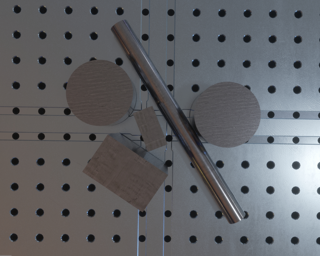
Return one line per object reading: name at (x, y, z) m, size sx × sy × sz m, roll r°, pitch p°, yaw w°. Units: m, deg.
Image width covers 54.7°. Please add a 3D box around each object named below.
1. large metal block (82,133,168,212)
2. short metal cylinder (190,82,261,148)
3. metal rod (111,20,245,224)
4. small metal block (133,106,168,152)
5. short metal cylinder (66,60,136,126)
large metal block at (-0.038, 0.050, 0.381) m, size 0.080 × 0.080 × 0.050 m, roll 34°, pitch 91°, yaw 0°
short metal cylinder at (0.081, -0.016, 0.398) m, size 0.081 × 0.050 × 0.079 m, roll 0°, pitch 90°, yaw 0°
metal rod at (0.024, -0.008, 0.410) m, size 0.025 × 0.025 × 0.299 m, roll -31°, pitch 90°, yaw 0°
small metal block at (-0.012, 0.001, 0.397) m, size 0.025 × 0.050 × 0.050 m, roll -21°, pitch 90°, yaw 0°
short metal cylinder at (-0.073, -0.042, 0.396) m, size 0.081 × 0.050 × 0.079 m, roll 0°, pitch 90°, yaw 0°
